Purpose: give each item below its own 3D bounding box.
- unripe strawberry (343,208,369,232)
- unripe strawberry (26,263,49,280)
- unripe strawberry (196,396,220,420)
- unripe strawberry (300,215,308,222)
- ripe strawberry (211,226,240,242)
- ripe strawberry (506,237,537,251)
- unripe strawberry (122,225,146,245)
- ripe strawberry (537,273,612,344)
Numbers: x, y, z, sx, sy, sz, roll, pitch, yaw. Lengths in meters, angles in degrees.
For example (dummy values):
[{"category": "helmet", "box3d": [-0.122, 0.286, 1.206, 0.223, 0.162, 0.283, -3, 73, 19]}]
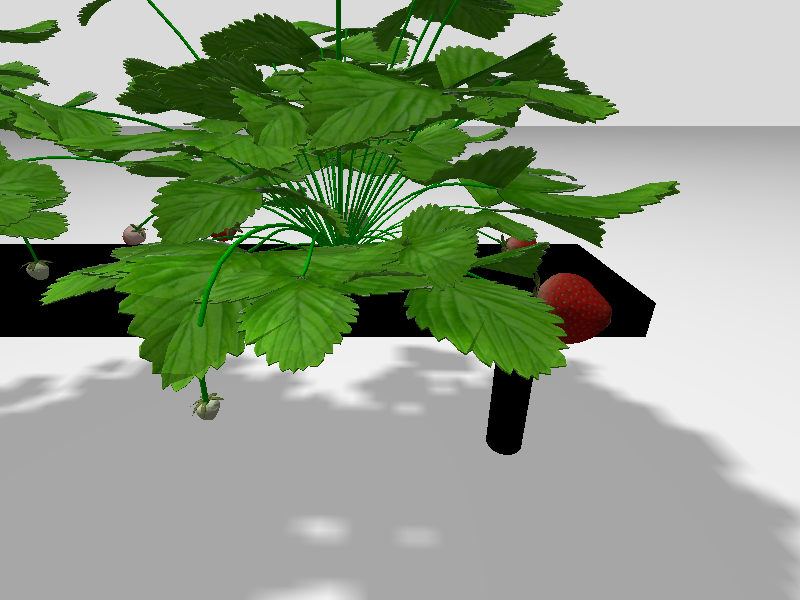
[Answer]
[{"category": "unripe strawberry", "box3d": [-0.053, -0.092, 0.462, 0.035, 0.030, 0.035, 0, 25, 1]}, {"category": "unripe strawberry", "box3d": [-0.296, -0.023, 0.328, 0.016, 0.015, 0.014, 5, 26, 11]}, {"category": "unripe strawberry", "box3d": [-0.082, 0.047, 0.171, 0.009, 0.010, 0.010, 3, 26, 6]}, {"category": "unripe strawberry", "box3d": [-0.123, -0.105, 0.514, 0.010, 0.011, 0.011, -10, -20, -21]}, {"category": "ripe strawberry", "box3d": [-0.197, -0.082, 0.436, 0.037, 0.036, 0.040, 13, 28, 26]}, {"category": "ripe strawberry", "box3d": [0.114, -0.048, 0.373, 0.032, 0.027, 0.032, 0, 25, -3]}, {"category": "unripe strawberry", "box3d": [-0.283, -0.068, 0.425, 0.023, 0.020, 0.023, -33, 12, 27]}, {"category": "ripe strawberry", "box3d": [0.107, 0.006, 0.247, 0.044, 0.043, 0.041, 20, 32, 34]}]
